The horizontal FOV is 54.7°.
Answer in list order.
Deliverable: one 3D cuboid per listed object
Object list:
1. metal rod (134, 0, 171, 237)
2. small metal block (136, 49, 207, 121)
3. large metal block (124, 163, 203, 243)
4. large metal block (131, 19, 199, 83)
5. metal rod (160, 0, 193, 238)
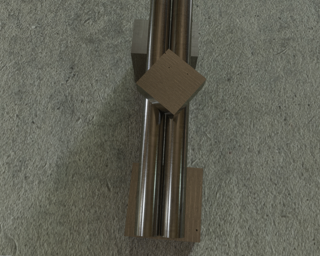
[{"bbox_3d":[-0.005,-0.037,0.346,0.025,0.025,0.299,3,77,1],"label":"metal rod"},{"bbox_3d":[0.011,-0.045,0.322,0.050,0.025,0.050,41,80,7],"label":"small metal block"},{"bbox_3d":[0.006,0.088,0.363,0.080,0.050,0.080,5,70,1],"label":"large metal block"},{"bbox_3d":[0.007,-0.098,0.416,0.080,0.080,0.050,3,70,1],"label":"large metal block"},{"bbox_3d":[0.021,-0.036,0.345,0.025,0.025,0.299,3,77,1],"label":"metal rod"}]
